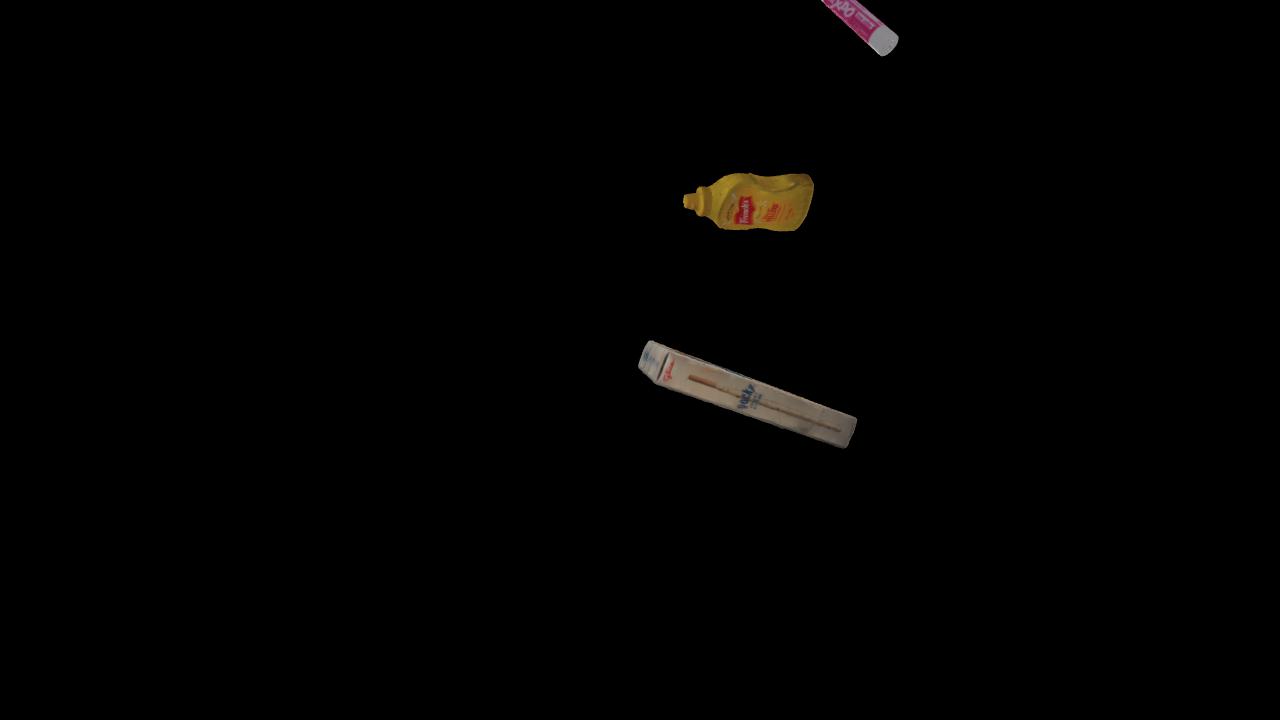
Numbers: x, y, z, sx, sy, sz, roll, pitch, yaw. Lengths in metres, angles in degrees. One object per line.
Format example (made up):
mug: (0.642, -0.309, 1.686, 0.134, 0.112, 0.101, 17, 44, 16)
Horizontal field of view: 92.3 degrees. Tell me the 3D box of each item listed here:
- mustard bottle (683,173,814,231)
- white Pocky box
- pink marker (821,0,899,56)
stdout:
mustard bottle: (0.152, -0.230, 0.897, 0.184, 0.054, 0.092, -2, -31, -11)
white Pocky box: (0.078, 0.026, 0.473, 0.154, 0.028, 0.084, 20, 3, -11)
pink marker: (0.179, -0.308, 0.536, 0.020, 0.121, 0.020, -26, -24, -13)
